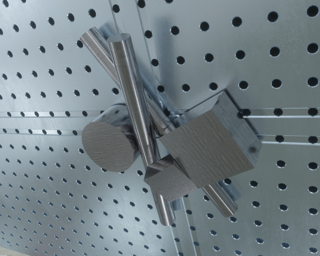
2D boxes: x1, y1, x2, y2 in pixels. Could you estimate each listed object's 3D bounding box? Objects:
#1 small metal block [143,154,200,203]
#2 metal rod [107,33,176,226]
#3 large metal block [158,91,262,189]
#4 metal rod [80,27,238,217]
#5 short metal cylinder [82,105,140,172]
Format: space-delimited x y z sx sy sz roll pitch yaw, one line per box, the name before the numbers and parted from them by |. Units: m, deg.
small metal block | 0.016 0.063 0.396 0.050 0.025 0.050 -33 115 30
metal rod | -0.015 0.026 0.405 0.025 0.025 0.298 6 129 25
large metal block | 0.060 0.016 0.368 0.080 0.050 0.080 -30 102 38
metal rod | 0.004 -0.001 0.403 0.025 0.025 0.300 -32 102 38
short metal cylinder | -0.060 0.014 0.431 0.080 0.050 0.079 13 124 20
